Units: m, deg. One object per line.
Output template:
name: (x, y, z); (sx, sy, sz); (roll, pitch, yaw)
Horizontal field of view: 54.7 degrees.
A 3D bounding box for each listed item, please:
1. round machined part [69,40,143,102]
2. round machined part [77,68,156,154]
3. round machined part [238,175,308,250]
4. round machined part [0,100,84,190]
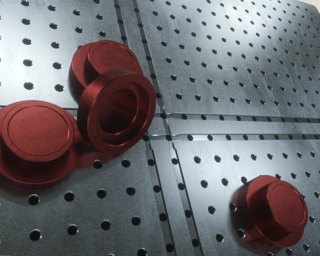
round machined part: (-0.066, -0.077, 0.410); (0.099, 0.042, 0.098); (14, 56, -21)
round machined part: (-0.054, -0.022, 0.359); (0.042, 0.097, 0.099); (28, 41, 36)
round machined part: (0.158, 0.109, 0.418); (0.099, 0.042, 0.098); (14, 56, -21)
round machined part: (-0.128, 0.011, 0.322); (0.099, 0.042, 0.098); (14, 56, -21)
